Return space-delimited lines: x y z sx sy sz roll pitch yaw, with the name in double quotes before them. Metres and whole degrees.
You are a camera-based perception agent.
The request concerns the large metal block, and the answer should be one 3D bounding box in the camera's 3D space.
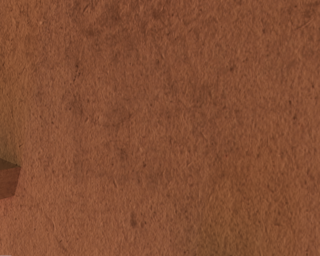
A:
"large metal block" -0.280 0.076 0.476 0.080 0.080 0.050 17 96 19
